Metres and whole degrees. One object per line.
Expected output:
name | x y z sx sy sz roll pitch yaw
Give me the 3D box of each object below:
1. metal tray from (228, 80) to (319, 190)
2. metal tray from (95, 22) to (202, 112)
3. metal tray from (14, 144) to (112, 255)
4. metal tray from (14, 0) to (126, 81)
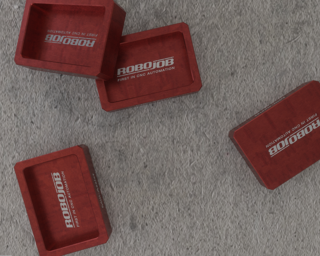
metal tray | 0.170 0.009 0.409 0.130 0.030 0.090 -33 90 0
metal tray | -0.019 -0.078 0.407 0.131 0.030 0.089 -13 90 0
metal tray | -0.125 0.095 0.406 0.090 0.030 0.129 -16 90 0
metal tray | -0.113 -0.112 0.382 0.130 0.030 0.089 11 90 22
